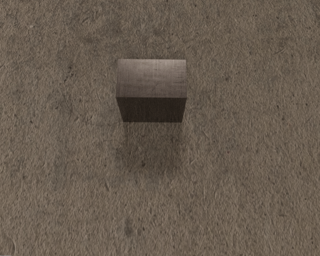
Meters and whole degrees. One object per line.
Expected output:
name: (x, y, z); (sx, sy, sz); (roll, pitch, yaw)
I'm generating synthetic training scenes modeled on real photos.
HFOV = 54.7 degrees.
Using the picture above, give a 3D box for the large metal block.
large metal block: (-0.010, -0.044, 0.395); (0.081, 0.080, 0.050); (0, 70, 0)
